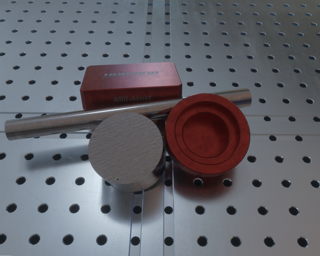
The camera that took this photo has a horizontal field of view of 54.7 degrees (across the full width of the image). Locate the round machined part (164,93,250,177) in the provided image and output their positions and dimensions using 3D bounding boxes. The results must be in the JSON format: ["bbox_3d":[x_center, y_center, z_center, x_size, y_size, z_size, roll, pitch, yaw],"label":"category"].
[{"bbox_3d":[0.054,0.011,0.373,0.099,0.042,0.098,1,72,-4],"label":"round machined part"}]

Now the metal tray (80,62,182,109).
[{"bbox_3d":[-0.040,-0.061,0.437,0.131,0.030,0.090,-3,32,-4],"label":"metal tray"}]

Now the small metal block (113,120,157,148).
[{"bbox_3d":[-0.035,0.009,0.410,0.050,0.025,0.050,14,51,11],"label":"small metal block"}]

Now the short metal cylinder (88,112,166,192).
[{"bbox_3d":[-0.035,0.029,0.352,0.080,0.050,0.080,-2,68,5],"label":"short metal cylinder"}]

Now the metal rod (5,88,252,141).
[{"bbox_3d":[-0.032,-0.019,0.389,0.302,0.025,0.025,-8,51,-8],"label":"metal rod"}]
